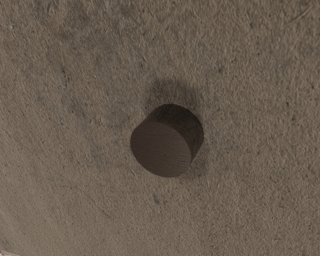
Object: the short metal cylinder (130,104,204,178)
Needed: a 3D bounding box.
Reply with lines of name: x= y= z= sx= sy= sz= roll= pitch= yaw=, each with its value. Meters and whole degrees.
short metal cylinder: x=0.010 y=0.016 z=0.394 sx=0.080 sy=0.050 sz=0.079 roll=13 pitch=124 yaw=20
